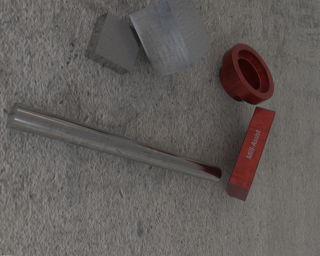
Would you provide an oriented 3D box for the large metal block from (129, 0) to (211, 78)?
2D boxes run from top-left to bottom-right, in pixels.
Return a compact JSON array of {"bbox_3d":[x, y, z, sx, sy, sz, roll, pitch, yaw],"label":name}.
[{"bbox_3d":[0.017,-0.119,0.385,0.080,0.050,0.080,65,33,-20],"label":"large metal block"}]

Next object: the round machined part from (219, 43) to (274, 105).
[{"bbox_3d":[0.132,-0.080,0.490,0.099,0.042,0.098,19,57,-32],"label":"round machined part"}]

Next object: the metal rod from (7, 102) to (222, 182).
[{"bbox_3d":[-0.026,0.029,0.382,0.302,0.025,0.025,21,77,-38],"label":"metal rod"}]

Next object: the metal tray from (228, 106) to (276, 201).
[{"bbox_3d":[0.144,0.043,0.491,0.130,0.030,0.090,-65,161,-19],"label":"metal tray"}]

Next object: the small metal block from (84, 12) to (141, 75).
[{"bbox_3d":[-0.053,-0.097,0.360,0.050,0.025,0.050,24,75,-37],"label":"small metal block"}]
